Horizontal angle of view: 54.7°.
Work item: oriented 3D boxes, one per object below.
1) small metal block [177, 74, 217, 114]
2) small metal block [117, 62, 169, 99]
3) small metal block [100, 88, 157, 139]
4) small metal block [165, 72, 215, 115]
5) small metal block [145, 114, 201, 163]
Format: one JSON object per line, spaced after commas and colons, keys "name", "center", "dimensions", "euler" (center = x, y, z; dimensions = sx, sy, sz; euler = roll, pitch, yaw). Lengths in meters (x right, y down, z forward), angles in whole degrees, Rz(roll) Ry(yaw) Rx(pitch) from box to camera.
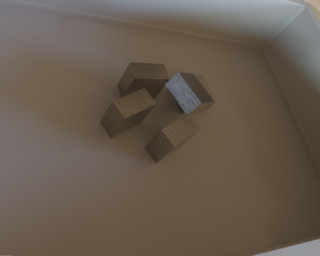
{"name": "small metal block", "center": [0.049, -0.052, 0.465], "dimensions": [0.050, 0.025, 0.050], "euler": [-11, 68, -33]}
{"name": "small metal block", "center": [-0.023, -0.061, 0.416], "dimensions": [0.050, 0.050, 0.025], "euler": [-3, 64, -30]}
{"name": "small metal block", "center": [-0.040, -0.018, 0.381], "dimensions": [0.050, 0.050, 0.025], "euler": [-29, 78, -38]}
{"name": "small metal block", "center": [0.040, -0.046, 0.413], "dimensions": [0.050, 0.025, 0.050], "euler": [55, 27, 11]}
{"name": "small metal block", "center": [0.016, 0.014, 0.391], "dimensions": [0.050, 0.050, 0.025], "euler": [-31, 79, -38]}
